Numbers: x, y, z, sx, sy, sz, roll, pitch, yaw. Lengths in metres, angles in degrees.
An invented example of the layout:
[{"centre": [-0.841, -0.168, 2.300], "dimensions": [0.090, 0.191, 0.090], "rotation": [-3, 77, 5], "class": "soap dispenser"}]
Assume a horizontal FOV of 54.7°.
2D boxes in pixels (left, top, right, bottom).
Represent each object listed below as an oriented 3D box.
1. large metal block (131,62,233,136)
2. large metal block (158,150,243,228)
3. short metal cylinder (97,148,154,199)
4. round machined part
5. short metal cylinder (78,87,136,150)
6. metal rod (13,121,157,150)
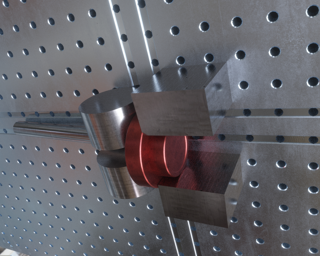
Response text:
[{"centre": [0.028, -0.033, 0.342], "dimensions": [0.080, 0.080, 0.050], "rotation": [0, 118, 28], "class": "large metal block"}, {"centre": [0.055, 0.072, 0.392], "dimensions": [0.080, 0.080, 0.050], "rotation": [3, 120, 27], "class": "large metal block"}, {"centre": [-0.041, 0.052, 0.429], "dimensions": [0.080, 0.080, 0.050], "rotation": [2, 120, 27], "class": "short metal cylinder"}, {"centre": [0.002, 0.024, 0.377], "dimensions": [0.042, 0.098, 0.097], "rotation": [1, 119, 28], "class": "round machined part"}, {"centre": [-0.057, -0.014, 0.397], "dimensions": [0.080, 0.080, 0.050], "rotation": [1, 119, 28], "class": "short metal cylinder"}, {"centre": [-0.115, 0.010, 0.463], "dimensions": [0.300, 0.025, 0.025], "rotation": [4, 121, 30], "class": "metal rod"}]
